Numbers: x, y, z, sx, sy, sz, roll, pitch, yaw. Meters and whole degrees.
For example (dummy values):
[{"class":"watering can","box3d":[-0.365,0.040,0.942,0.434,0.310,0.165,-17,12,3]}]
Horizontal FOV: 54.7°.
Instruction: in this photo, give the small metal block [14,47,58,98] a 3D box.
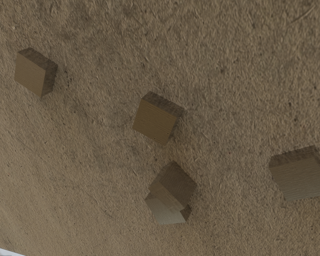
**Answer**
[{"class":"small metal block","box3d":[-0.182,-0.081,0.453,0.050,0.025,0.050,33,129,6]}]

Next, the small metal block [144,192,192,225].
[{"class":"small metal block","box3d":[0.013,0.119,0.474,0.050,0.025,0.050,-18,109,35]}]

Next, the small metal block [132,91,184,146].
[{"class":"small metal block","box3d":[-0.003,-0.012,0.401,0.050,0.025,0.050,28,128,10]}]

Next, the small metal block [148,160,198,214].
[{"class":"small metal block","box3d":[0.019,0.082,0.431,0.050,0.050,0.025,46,129,-4]}]

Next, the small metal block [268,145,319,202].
[{"class":"small metal block","box3d":[0.161,0.053,0.355,0.050,0.025,0.050,-23,106,36]}]
